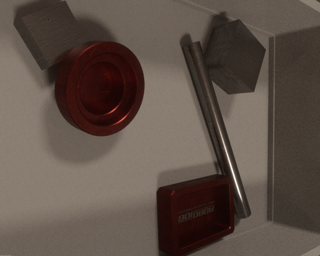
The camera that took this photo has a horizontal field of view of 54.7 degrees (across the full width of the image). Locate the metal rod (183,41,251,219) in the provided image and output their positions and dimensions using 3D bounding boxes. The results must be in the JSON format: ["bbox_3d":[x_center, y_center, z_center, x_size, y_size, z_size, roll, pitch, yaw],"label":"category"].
[{"bbox_3d":[0.094,0.013,0.488,0.025,0.025,0.298,-32,110,-36],"label":"metal rod"}]

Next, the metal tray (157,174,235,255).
[{"bbox_3d":[0.056,0.122,0.453,0.131,0.030,0.089,-4,93,-40],"label":"metal tray"}]

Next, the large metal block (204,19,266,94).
[{"bbox_3d":[0.116,-0.109,0.490,0.080,0.050,0.080,32,70,-36],"label":"large metal block"}]

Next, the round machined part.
[{"bbox_3d":[-0.067,-0.043,0.331,0.099,0.042,0.097,-18,116,-42],"label":"round machined part"}]

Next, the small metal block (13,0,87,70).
[{"bbox_3d":[-0.109,-0.094,0.316,0.050,0.025,0.050,-40,115,-33],"label":"small metal block"}]
